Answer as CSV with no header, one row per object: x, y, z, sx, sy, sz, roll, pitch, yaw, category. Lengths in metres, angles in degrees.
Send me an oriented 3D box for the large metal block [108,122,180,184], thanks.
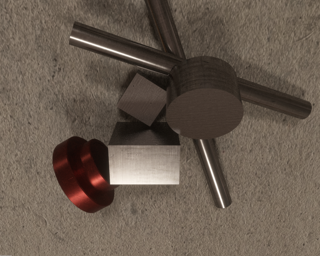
-0.018,0.029,0.391,0.081,0.080,0.050,0,110,-1,large metal block

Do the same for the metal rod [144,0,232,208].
0.042,-0.023,0.402,0.025,0.025,0.298,-19,109,6,metal rod

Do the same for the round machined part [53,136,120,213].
-0.085,0.052,0.389,0.042,0.098,0.098,-30,108,10,round machined part

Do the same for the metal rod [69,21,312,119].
0.049,-0.061,0.364,0.302,0.025,0.025,15,110,-16,metal rod

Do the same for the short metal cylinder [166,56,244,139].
0.047,-0.031,0.340,0.081,0.050,0.080,1,140,1,short metal cylinder

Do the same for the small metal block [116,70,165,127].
-0.020,-0.038,0.395,0.050,0.025,0.050,31,107,-11,small metal block
